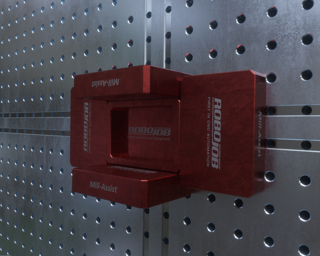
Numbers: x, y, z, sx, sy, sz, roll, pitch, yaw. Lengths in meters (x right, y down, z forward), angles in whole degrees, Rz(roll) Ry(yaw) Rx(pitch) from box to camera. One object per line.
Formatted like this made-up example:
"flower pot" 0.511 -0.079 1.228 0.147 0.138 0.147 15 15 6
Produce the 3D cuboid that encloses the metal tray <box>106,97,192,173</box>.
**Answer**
"metal tray" -0.018 0.007 0.416 0.130 0.030 0.089 1 91 39

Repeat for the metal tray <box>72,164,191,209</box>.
"metal tray" -0.037 0.068 0.394 0.130 0.091 0.030 1 91 39

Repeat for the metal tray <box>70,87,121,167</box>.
"metal tray" -0.102 -0.001 0.487 0.090 0.030 0.129 1 91 39

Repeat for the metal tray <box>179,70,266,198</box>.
"metal tray" 0.068 0.005 0.347 0.090 0.030 0.129 1 91 38

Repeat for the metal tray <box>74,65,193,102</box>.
"metal tray" -0.035 -0.052 0.394 0.130 0.091 0.030 1 91 39
